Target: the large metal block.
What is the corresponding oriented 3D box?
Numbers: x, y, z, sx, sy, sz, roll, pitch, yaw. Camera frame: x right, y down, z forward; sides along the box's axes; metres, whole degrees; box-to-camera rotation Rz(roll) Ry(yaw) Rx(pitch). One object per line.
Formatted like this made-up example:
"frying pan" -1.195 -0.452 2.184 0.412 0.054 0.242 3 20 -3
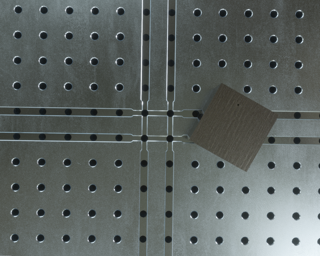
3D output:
"large metal block" 0.090 -0.001 0.401 0.080 0.050 0.080 30 90 0
